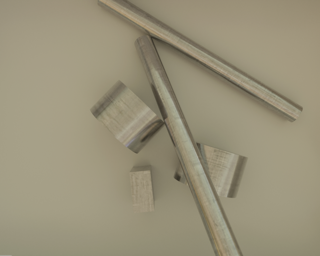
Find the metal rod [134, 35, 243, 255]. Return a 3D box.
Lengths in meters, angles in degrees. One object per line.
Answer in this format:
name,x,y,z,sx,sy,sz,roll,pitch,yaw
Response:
metal rod,0.026,0.013,0.352,0.025,0.025,0.299,-20,66,0

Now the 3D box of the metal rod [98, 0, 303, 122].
metal rod,0.053,-0.096,0.412,0.301,0.025,0.025,31,90,-1

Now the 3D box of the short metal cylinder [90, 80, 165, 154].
short metal cylinder,-0.039,-0.014,0.383,0.080,0.080,0.050,44,90,-1

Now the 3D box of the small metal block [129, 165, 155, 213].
small metal block,-0.022,0.077,0.399,0.025,0.050,0.050,-6,90,0

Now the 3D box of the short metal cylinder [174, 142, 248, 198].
short metal cylinder,0.063,0.049,0.385,0.080,0.080,0.050,17,90,-1
